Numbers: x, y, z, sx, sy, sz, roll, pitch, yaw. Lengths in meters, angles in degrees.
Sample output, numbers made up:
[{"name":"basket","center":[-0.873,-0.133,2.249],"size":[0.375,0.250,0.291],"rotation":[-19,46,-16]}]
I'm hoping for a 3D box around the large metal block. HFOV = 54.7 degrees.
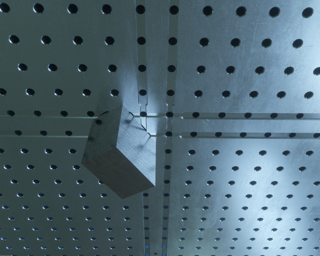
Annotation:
[{"name":"large metal block","center":[-0.048,0.031,0.401],"size":[0.050,0.080,0.080],"rotation":[-25,126,20]}]
